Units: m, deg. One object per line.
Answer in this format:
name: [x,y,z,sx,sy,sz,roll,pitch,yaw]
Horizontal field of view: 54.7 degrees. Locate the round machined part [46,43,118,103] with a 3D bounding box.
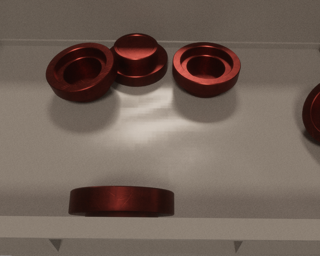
round machined part: [-0.109,-0.076,0.450,0.099,0.042,0.098,-4,54,6]

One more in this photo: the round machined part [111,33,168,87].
round machined part: [-0.037,-0.113,0.489,0.099,0.042,0.098,1,50,0]

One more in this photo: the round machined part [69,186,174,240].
round machined part: [-0.036,0.083,0.293,0.099,0.098,0.042,0,71,0]

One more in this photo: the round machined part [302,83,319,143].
round machined part: [0.237,-0.017,0.389,0.042,0.098,0.098,25,35,-41]

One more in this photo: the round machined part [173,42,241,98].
round machined part: [0.068,-0.083,0.465,0.099,0.042,0.098,0,50,0]
